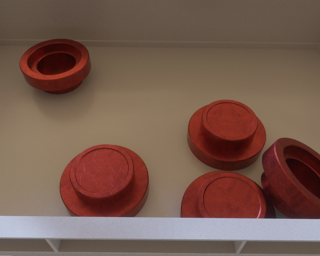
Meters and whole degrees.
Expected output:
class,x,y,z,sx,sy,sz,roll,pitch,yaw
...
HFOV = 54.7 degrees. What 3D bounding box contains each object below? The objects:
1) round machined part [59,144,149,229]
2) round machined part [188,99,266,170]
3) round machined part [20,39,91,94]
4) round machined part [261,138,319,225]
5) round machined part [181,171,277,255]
class,x,y,z,sx,sy,sz,roll,pitch,yaw
round machined part,-0.062,0.057,0.345,0.099,0.042,0.098,0,50,0
round machined part,0.085,0.002,0.394,0.099,0.042,0.098,0,50,0
round machined part,-0.153,-0.089,0.467,0.099,0.042,0.098,0,50,0
round machined part,0.148,0.060,0.329,0.099,0.042,0.098,22,37,-17
round machined part,0.071,0.086,0.323,0.099,0.042,0.098,0,50,0
